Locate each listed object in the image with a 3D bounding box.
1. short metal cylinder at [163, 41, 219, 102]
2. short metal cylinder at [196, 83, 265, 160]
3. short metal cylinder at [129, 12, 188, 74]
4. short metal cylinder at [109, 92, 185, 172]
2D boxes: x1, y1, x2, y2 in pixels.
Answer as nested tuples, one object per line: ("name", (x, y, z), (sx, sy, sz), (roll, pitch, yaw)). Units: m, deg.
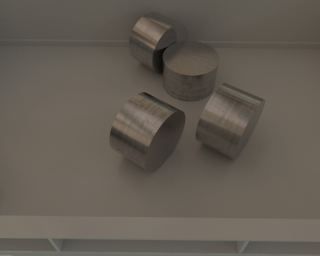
("short metal cylinder", (0.044, -0.085, 0.461), (0.080, 0.050, 0.080), (0, 50, 0))
("short metal cylinder", (0.086, -0.008, 0.377), (0.050, 0.080, 0.080), (28, 55, 21))
("short metal cylinder", (-0.001, -0.131, 0.479), (0.050, 0.080, 0.080), (37, 59, 26))
("short metal cylinder", (-0.013, 0.005, 0.365), (0.050, 0.080, 0.080), (29, 56, 22))
